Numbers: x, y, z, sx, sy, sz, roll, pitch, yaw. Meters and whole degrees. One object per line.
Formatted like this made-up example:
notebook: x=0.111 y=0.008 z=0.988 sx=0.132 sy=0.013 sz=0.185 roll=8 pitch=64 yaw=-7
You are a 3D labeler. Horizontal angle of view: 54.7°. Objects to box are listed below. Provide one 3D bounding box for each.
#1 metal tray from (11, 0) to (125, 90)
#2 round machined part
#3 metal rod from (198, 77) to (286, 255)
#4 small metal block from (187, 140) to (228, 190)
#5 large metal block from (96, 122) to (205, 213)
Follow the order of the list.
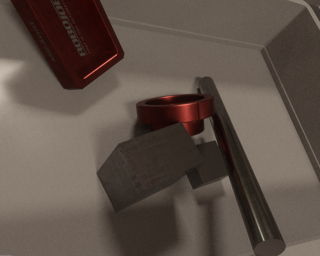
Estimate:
metal tray: x=-0.105 y=-0.122 z=0.371 sx=0.090 sy=0.030 sz=0.129 roll=-48 pitch=126 yaw=-36
round machined part: x=0.021 y=-0.015 z=0.393 sx=0.099 sy=0.098 sz=0.042 roll=-15 pitch=105 yaw=-34
metal rod: x=0.080 y=0.012 z=0.368 sx=0.025 sy=0.025 sz=0.300 roll=21 pitch=30 yaw=-16
small metal block: x=0.059 y=0.048 z=0.410 sx=0.050 sy=0.025 sz=0.050 roll=-11 pitch=67 yaw=-33
large metal block: x=-0.013 y=0.043 z=0.339 sx=0.081 sy=0.080 sz=0.050 roll=-19 pitch=72 yaw=-36
